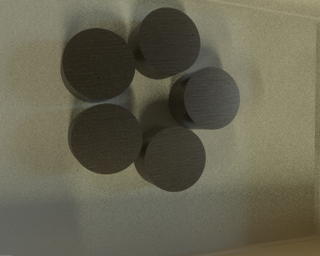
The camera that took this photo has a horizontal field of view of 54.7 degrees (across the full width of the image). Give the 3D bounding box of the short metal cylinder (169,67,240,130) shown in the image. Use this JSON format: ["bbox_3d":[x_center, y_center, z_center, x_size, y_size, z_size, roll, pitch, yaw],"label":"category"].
[{"bbox_3d":[0.059,-0.038,0.416,0.081,0.050,0.080,0,90,-20],"label":"short metal cylinder"}]

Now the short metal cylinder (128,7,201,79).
[{"bbox_3d":[0.004,-0.105,0.396,0.081,0.050,0.080,0,90,-20],"label":"short metal cylinder"}]

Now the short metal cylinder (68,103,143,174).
[{"bbox_3d":[-0.067,0.012,0.370,0.081,0.050,0.080,0,90,-20],"label":"short metal cylinder"}]

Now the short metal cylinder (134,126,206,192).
[{"bbox_3d":[0.011,0.038,0.399,0.081,0.050,0.080,0,90,-20],"label":"short metal cylinder"}]

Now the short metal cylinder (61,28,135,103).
[{"bbox_3d":[-0.075,-0.071,0.367,0.081,0.050,0.080,0,90,-20],"label":"short metal cylinder"}]
